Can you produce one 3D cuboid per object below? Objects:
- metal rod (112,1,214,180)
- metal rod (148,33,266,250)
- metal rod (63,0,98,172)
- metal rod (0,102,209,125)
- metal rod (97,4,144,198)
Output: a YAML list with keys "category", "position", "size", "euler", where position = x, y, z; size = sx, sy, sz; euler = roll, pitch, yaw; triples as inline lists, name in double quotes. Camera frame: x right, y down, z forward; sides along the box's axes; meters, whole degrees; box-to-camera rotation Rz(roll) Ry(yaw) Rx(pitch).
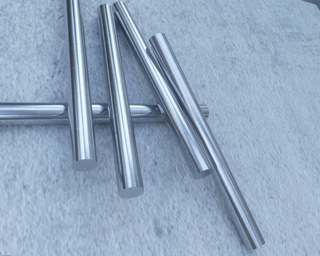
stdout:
- category: "metal rod"
  position: [-0.008, -0.068, 0.416]
  size: [0.025, 0.025, 0.299]
  euler: [-7, 57, -32]
- category: "metal rod"
  position: [0.057, 0.010, 0.404]
  size: [0.025, 0.025, 0.299]
  euler: [-18, 79, -35]
- category: "metal rod"
  position: [-0.102, -0.086, 0.379]
  size: [0.025, 0.025, 0.299]
  euler: [5, 52, -26]
- category: "metal rod"
  position: [-0.068, -0.018, 0.379]
  size: [0.303, 0.025, 0.025]
  euler: [-2, 63, -29]
- category: "metal rod"
  position: [-0.055, -0.057, 0.382]
  size: [0.025, 0.025, 0.299]
  euler: [6, 50, -25]
